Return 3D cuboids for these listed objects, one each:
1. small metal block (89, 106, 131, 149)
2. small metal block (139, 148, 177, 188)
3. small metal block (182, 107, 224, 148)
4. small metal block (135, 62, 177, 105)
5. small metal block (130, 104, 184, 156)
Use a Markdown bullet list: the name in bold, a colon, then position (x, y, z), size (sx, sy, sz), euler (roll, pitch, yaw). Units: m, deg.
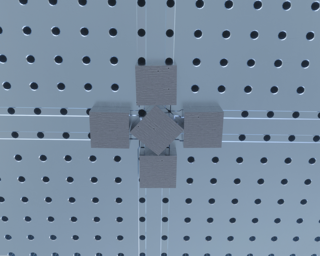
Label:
- **small metal block**: position (-0.065, -0.001, 0.412), size (0.050, 0.025, 0.050), euler (1, 110, -1)
- **small metal block**: position (-0.003, 0.056, 0.434), size (0.050, 0.025, 0.050), euler (0, 110, -1)
- **small metal block**: position (0.056, -0.001, 0.414), size (0.050, 0.025, 0.050), euler (0, 110, -1)
- **small metal block**: position (-0.005, -0.056, 0.393), size (0.050, 0.025, 0.050), euler (-1, 110, -1)
- **small metal block**: position (-0.004, 0.000, 0.413), size (0.050, 0.025, 0.050), euler (40, 105, -14)
